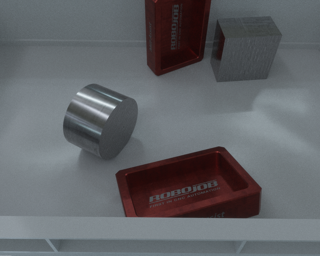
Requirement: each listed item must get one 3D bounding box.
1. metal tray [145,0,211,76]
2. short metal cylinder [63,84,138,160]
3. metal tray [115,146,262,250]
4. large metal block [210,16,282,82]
[{"bbox_3d":[0.026,-0.147,0.461,0.091,0.129,0.030,-23,54,-18],"label":"metal tray"},{"bbox_3d":[-0.070,-0.008,0.375,0.050,0.080,0.080,23,54,18],"label":"short metal cylinder"},{"bbox_3d":[0.026,0.066,0.325,0.131,0.030,0.090,-12,29,-11],"label":"metal tray"},{"bbox_3d":[0.126,-0.119,0.471,0.081,0.080,0.050,-4,50,-4],"label":"large metal block"}]
